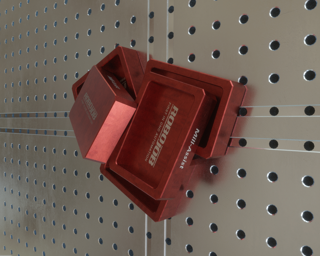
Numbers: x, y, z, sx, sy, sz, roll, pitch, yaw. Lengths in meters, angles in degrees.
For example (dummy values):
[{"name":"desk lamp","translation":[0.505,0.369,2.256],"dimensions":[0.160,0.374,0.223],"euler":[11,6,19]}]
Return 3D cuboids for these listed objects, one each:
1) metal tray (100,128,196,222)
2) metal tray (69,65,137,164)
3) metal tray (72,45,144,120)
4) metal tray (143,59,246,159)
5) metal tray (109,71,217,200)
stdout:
[{"name":"metal tray","translation":[-0.023,0.053,0.426],"dimensions":[0.130,0.030,0.089],"euler":[33,110,35]},{"name":"metal tray","translation":[-0.084,-0.023,0.423],"dimensions":[0.090,0.030,0.130],"euler":[-60,34,14]},{"name":"metal tray","translation":[-0.078,-0.052,0.472],"dimensions":[0.130,0.030,0.090],"euler":[-28,72,37]},{"name":"metal tray","translation":[0.029,-0.027,0.382],"dimensions":[0.130,0.030,0.089],"euler":[25,105,38]},{"name":"metal tray","translation":[0.000,0.007,0.366],"dimensions":[0.090,0.030,0.129],"euler":[26,94,37]}]
